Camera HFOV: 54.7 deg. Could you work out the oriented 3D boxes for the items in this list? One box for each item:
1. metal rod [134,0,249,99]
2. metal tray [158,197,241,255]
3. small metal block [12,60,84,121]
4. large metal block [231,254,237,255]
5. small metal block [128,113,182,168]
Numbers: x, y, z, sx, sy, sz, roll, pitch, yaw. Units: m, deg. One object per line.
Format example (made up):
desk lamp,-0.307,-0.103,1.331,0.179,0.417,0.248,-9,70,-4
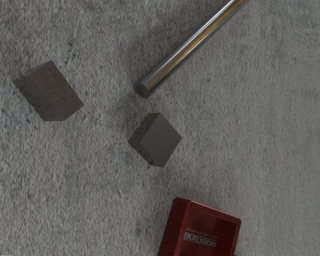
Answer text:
metal rod,0.066,-0.143,0.461,0.301,0.025,0.025,-47,119,-30
metal tray,0.063,0.163,0.457,0.131,0.030,0.090,28,72,-37
small metal block,-0.108,-0.034,0.299,0.025,0.050,0.050,-47,118,-30
large metal block,0.143,0.261,0.492,0.050,0.080,0.080,48,61,-30
small metal block,-0.005,0.015,0.402,0.050,0.025,0.050,49,61,-29
